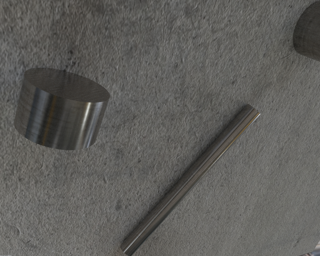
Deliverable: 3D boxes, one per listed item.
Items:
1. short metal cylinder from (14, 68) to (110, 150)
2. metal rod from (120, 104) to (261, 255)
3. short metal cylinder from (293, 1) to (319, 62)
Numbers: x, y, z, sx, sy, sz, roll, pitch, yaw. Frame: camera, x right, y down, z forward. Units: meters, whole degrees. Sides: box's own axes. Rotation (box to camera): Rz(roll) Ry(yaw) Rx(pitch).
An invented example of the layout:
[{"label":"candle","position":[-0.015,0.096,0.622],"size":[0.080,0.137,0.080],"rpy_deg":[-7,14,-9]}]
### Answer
[{"label":"short metal cylinder","position":[-0.096,-0.021,0.306],"size":[0.081,0.080,0.050],"rpy_deg":[8,114,-32]},{"label":"metal rod","position":[0.044,0.084,0.482],"size":[0.299,0.025,0.025],"rpy_deg":[-49,129,6]},{"label":"short metal cylinder","position":[0.238,-0.134,0.438],"size":[0.081,0.050,0.079],"rpy_deg":[-14,124,-21]}]
